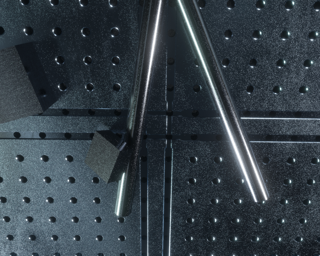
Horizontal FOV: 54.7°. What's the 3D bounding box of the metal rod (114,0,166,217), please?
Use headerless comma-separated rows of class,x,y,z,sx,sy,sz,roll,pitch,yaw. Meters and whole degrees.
metal rod,-0.030,-0.014,0.407,0.025,0.025,0.298,9,110,-4

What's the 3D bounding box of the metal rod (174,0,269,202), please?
metal rod,0.086,-0.028,0.403,0.025,0.025,0.299,-23,109,8

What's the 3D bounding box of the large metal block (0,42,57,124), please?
large metal block,-0.187,-0.053,0.379,0.080,0.050,0.080,-15,110,5

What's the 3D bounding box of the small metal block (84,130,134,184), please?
small metal block,-0.069,0.037,0.412,0.050,0.025,0.050,35,112,30
